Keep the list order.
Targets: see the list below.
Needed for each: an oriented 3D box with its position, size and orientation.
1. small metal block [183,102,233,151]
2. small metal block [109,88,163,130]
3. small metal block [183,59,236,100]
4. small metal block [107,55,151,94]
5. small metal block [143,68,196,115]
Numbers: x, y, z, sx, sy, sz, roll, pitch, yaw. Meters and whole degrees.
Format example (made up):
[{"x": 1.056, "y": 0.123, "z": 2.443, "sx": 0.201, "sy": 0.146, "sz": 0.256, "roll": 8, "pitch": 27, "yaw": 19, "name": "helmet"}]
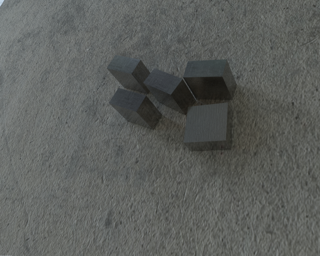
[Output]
[{"x": 0.059, "y": -0.001, "z": 0.373, "sx": 0.050, "sy": 0.025, "sz": 0.050, "roll": -5, "pitch": 60, "yaw": 25, "name": "small metal block"}, {"x": -0.032, "y": -0.025, "z": 0.420, "sx": 0.050, "sy": 0.050, "sz": 0.025, "roll": 19, "pitch": 72, "yaw": 35, "name": "small metal block"}, {"x": 0.064, "y": -0.060, "z": 0.391, "sx": 0.050, "sy": 0.050, "sz": 0.025, "roll": 4, "pitch": 64, "yaw": 30, "name": "small metal block"}, {"x": -0.042, "y": -0.079, "z": 0.458, "sx": 0.050, "sy": 0.050, "sz": 0.025, "roll": 19, "pitch": 72, "yaw": 35, "name": "small metal block"}, {"x": 0.013, "y": -0.048, "z": 0.410, "sx": 0.050, "sy": 0.050, "sz": 0.025, "roll": 29, "pitch": 78, "yaw": 37, "name": "small metal block"}]
